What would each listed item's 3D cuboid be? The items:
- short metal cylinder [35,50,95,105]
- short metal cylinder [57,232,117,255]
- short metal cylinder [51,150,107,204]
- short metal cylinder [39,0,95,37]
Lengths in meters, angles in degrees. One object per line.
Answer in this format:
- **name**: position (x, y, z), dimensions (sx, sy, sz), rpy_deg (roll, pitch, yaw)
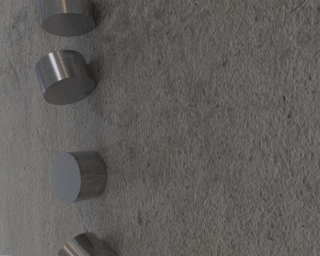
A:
- **short metal cylinder**: position (-0.151, -0.079, 0.494), dimensions (0.080, 0.081, 0.050), rpy_deg (-36, 68, 34)
- **short metal cylinder**: position (-0.110, 0.205, 0.460), dimensions (0.050, 0.081, 0.079), rpy_deg (28, 108, 36)
- **short metal cylinder**: position (-0.130, 0.077, 0.497), dimensions (0.080, 0.050, 0.080), rpy_deg (0, 90, 40)
- **short metal cylinder**: position (-0.147, -0.185, 0.490), dimensions (0.080, 0.081, 0.050), rpy_deg (-14, 81, 39)
